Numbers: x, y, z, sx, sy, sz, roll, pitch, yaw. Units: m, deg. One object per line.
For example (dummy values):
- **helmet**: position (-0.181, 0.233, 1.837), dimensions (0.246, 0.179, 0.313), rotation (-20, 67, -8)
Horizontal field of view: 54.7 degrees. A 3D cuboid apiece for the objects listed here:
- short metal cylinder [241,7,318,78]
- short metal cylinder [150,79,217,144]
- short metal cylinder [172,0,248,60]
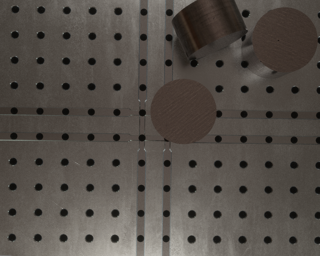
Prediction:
- **short metal cylinder**: position (0.153, -0.108, 0.403), dimensions (0.081, 0.050, 0.079), rotation (0, 90, -1)
- **short metal cylinder**: position (0.029, -0.020, 0.401), dimensions (0.081, 0.050, 0.079), rotation (0, 90, -1)
- **short metal cylinder**: position (0.061, -0.126, 0.387), dimensions (0.080, 0.080, 0.050), rotation (-24, 90, 0)
